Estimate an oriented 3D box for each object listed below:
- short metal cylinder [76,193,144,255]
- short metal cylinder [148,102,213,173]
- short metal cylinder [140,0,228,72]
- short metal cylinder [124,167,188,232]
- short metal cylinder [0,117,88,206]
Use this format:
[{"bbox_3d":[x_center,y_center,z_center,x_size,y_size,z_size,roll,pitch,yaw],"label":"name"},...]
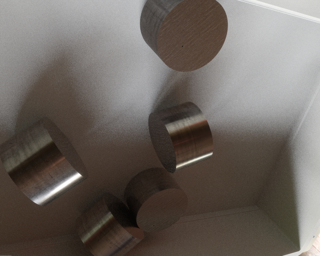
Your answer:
[{"bbox_3d":[-0.067,0.136,0.422,0.050,0.080,0.080,-42,130,1],"label":"short metal cylinder"},{"bbox_3d":[0.025,0.011,0.395,0.050,0.080,0.079,-19,126,-18],"label":"short metal cylinder"},{"bbox_3d":[0.025,-0.108,0.334,0.081,0.050,0.079,-15,132,-17],"label":"short metal cylinder"},{"bbox_3d":[-0.006,0.105,0.456,0.081,0.050,0.079,-14,124,-21],"label":"short metal cylinder"},{"bbox_3d":[-0.121,0.035,0.329,0.050,0.080,0.080,-34,129,-6],"label":"short metal cylinder"}]
